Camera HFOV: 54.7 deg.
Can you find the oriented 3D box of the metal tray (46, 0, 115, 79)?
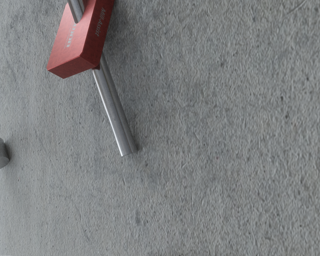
[{"bbox_3d":[-0.119,-0.146,0.469,0.090,0.030,0.130,-9,64,39],"label":"metal tray"}]

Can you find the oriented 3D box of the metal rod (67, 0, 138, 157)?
[{"bbox_3d":[-0.094,-0.103,0.455,0.025,0.025,0.299,-25,82,37],"label":"metal rod"}]

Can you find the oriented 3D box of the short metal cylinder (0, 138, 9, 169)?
[{"bbox_3d":[-0.380,0.060,0.678,0.080,0.081,0.050,-40,66,32],"label":"short metal cylinder"}]
